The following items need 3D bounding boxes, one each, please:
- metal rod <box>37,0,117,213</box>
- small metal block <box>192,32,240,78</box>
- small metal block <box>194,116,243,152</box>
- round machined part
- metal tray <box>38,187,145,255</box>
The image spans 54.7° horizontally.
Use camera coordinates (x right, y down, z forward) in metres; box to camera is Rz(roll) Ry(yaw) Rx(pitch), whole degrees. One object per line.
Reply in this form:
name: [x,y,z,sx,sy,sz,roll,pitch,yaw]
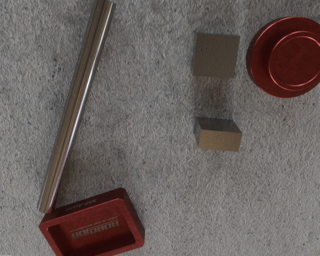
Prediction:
metal rod: [-0.114,-0.015,0.402,0.025,0.025,0.298,19,109,-7]
small metal block: [0.066,-0.089,0.378,0.050,0.025,0.050,3,110,-2]
small metal block: [0.073,0.007,0.400,0.050,0.050,0.025,6,110,-3]
round machined part: [0.158,-0.083,0.373,0.099,0.042,0.097,0,110,-1]
metal tray: [-0.098,0.150,0.461,0.131,0.030,0.090,-19,109,6]
